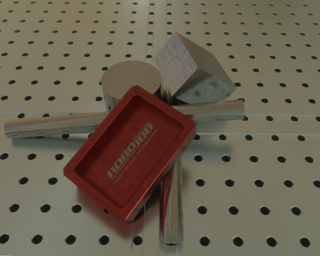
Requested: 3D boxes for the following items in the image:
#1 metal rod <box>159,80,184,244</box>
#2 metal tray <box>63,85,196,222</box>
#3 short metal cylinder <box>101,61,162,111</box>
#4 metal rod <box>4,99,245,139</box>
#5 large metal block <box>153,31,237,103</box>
[{"bbox_3d":[0.014,-0.002,0.409,0.025,0.025,0.300,1,50,1],"label":"metal rod"},{"bbox_3d":[-0.032,0.026,0.348,0.090,0.030,0.130,34,78,18],"label":"metal tray"},{"bbox_3d":[-0.038,-0.049,0.432,0.081,0.050,0.080,0,50,0],"label":"short metal cylinder"},{"bbox_3d":[-0.048,-0.010,0.394,0.302,0.025,0.025,-5,50,5],"label":"metal rod"},{"bbox_3d":[0.048,-0.076,0.430,0.080,0.050,0.080,17,37,-40],"label":"large metal block"}]
